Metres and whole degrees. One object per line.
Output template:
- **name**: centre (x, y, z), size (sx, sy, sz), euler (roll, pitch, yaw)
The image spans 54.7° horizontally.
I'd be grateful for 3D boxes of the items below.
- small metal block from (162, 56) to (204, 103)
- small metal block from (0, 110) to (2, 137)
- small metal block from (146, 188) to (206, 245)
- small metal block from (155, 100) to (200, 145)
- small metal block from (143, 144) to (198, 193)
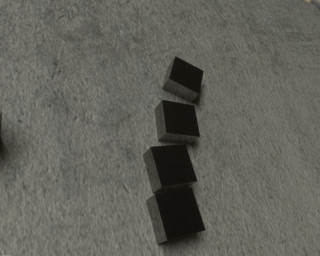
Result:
- **small metal block**: centre (0.035, -0.073, 0.469), size (0.050, 0.025, 0.050), euler (25, 53, -13)
- **small metal block**: centre (-0.181, -0.003, 0.292), size (0.050, 0.050, 0.025), euler (-29, 78, -38)
- **small metal block**: centre (0.017, 0.100, 0.354), size (0.050, 0.025, 0.050), euler (-3, 63, -30)
- **small metal block**: centre (0.023, -0.007, 0.422), size (0.050, 0.025, 0.050), euler (8, 58, -25)
- **small metal block**: centre (0.012, 0.049, 0.382), size (0.050, 0.025, 0.050), euler (-2, 63, -30)
